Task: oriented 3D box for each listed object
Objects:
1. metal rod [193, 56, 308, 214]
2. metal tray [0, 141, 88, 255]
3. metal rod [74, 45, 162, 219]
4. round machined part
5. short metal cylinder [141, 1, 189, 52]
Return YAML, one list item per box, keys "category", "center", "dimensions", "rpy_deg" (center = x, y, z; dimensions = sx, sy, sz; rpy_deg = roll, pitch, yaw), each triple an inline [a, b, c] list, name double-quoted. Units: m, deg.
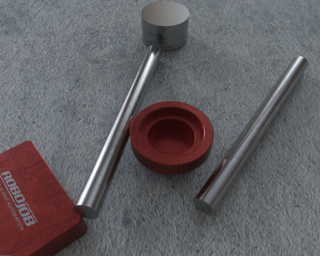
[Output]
- category: "metal rod"
  center: [0.134, -0.009, 0.411]
  dimensions: [0.025, 0.025, 0.301]
  rpy_deg: [29, 56, 22]
- category: "metal tray"
  center: [-0.150, 0.082, 0.330]
  dimensions: [0.091, 0.030, 0.130]
  rpy_deg: [-31, 57, -24]
- category: "metal rod"
  center: [-0.040, -0.022, 0.403]
  dimensions: [0.025, 0.025, 0.300]
  rpy_deg: [9, 45, 7]
- category: "round machined part"
  center: [0.014, 0.016, 0.379]
  dimensions: [0.099, 0.042, 0.098]
  rpy_deg: [0, 50, 0]
- category: "short metal cylinder"
  center: [0.009, -0.176, 0.535]
  dimensions: [0.081, 0.050, 0.080]
  rpy_deg: [0, 50, 0]
